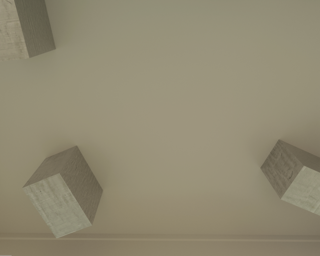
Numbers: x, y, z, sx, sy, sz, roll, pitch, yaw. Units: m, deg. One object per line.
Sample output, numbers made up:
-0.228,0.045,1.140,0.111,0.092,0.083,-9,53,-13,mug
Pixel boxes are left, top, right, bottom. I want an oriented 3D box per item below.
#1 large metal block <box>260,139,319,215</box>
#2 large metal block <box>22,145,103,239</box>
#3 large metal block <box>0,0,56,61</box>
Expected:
0.192,0.066,0.408,0.080,0.080,0.050,23,108,-9,large metal block
-0.123,0.082,0.411,0.050,0.080,0.080,-22,109,8,large metal block
-0.160,-0.119,0.336,0.050,0.080,0.079,-6,110,3,large metal block
